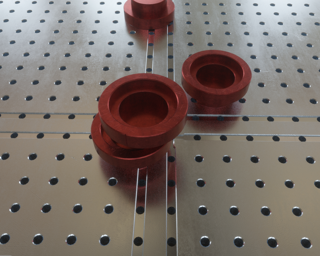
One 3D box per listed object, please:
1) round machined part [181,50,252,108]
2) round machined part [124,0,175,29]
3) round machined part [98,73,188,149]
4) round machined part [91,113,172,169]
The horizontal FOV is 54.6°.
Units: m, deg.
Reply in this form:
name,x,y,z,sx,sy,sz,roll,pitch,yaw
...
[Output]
name,x,y,z,sx,sy,sz,roll,pitch,yaw
round machined part,0.080,-0.068,0.455,0.099,0.042,0.098,0,50,0
round machined part,-0.021,-0.234,0.594,0.099,0.042,0.098,0,50,0
round machined part,-0.018,-0.015,0.355,0.099,0.042,0.098,0,50,0
round machined part,-0.034,0.010,0.388,0.099,0.042,0.098,0,50,0
